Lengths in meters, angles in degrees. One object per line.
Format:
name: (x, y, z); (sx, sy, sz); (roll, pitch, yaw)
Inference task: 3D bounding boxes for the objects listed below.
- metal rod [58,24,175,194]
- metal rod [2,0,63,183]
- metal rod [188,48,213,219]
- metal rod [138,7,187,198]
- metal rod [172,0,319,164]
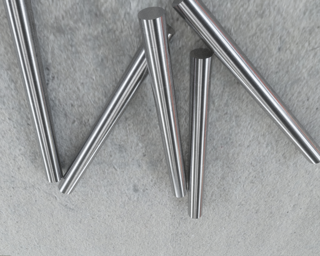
metal rod: (-0.071, -0.006, 0.401); (0.025, 0.025, 0.298); (24, 126, -20)
metal rod: (-0.147, -0.040, 0.370); (0.025, 0.025, 0.298); (3, 130, -3)
metal rod: (0.053, 0.032, 0.435); (0.025, 0.025, 0.298); (-3, 130, 1)
metal rod: (0.012, -0.002, 0.386); (0.025, 0.025, 0.298); (-6, 136, 5)
metal rod: (0.122, -0.043, 0.372); (0.025, 0.025, 0.301); (-35, 122, 26)
